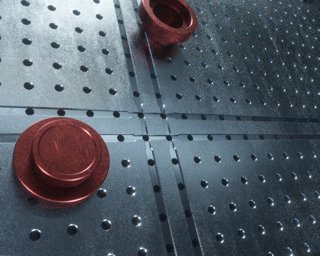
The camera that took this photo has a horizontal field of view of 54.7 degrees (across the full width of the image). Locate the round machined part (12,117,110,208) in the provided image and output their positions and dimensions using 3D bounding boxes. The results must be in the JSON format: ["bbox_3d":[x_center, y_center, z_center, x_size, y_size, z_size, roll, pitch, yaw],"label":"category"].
[{"bbox_3d":[-0.100,0.030,0.326,0.099,0.042,0.098,14,56,-21],"label":"round machined part"}]

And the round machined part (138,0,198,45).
[{"bbox_3d":[0.009,-0.178,0.512,0.099,0.042,0.098,14,56,-21],"label":"round machined part"}]
